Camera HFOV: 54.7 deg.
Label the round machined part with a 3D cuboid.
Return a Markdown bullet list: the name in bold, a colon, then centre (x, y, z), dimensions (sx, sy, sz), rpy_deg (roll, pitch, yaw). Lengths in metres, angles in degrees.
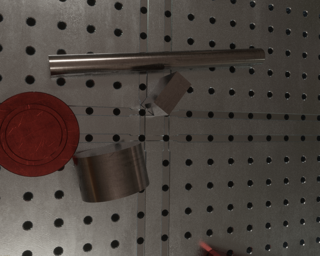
- **round machined part**: centre (-0.142, 0.007, 0.352), dimensions (0.099, 0.042, 0.097), rpy_deg (0, 90, -21)

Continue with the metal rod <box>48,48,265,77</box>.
- **metal rod**: centre (0.011, -0.091, 0.417), dimensions (0.303, 0.025, 0.025), rpy_deg (-7, 93, -20)

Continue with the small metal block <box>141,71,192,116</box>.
- **small metal block**: centre (0.007, -0.043, 0.403), dimensions (0.025, 0.050, 0.050), rpy_deg (40, 77, -16)

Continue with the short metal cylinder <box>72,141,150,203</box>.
- **short metal cylinder**: centre (-0.057, 0.049, 0.363), dimensions (0.081, 0.080, 0.050), rpy_deg (-13, 95, -20)

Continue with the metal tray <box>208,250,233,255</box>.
- **metal tray**: centre (0.119, 0.243, 0.456), dimensions (0.131, 0.030, 0.090), rpy_deg (24, 82, -19)
